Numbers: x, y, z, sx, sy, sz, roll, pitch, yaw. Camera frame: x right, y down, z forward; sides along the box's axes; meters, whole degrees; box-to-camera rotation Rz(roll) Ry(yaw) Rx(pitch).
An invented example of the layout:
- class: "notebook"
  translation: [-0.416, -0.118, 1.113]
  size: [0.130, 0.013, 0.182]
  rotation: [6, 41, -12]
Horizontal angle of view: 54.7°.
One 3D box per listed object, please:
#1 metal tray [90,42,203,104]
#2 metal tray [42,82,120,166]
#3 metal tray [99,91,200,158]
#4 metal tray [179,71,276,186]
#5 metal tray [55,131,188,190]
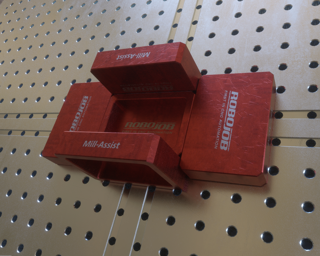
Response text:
- class: "metal tray"
  translation: [-0.014, -0.067, 0.414]
  size: [0.130, 0.090, 0.030]
  rotation: [1, 63, 28]
- class: "metal tray"
  translation: [-0.113, -0.008, 0.467]
  size: [0.090, 0.030, 0.130]
  rotation: [1, 62, 28]
- class: "metal tray"
  translation: [-0.017, -0.001, 0.410]
  size: [0.130, 0.030, 0.090]
  rotation: [1, 62, 28]
- class: "metal tray"
  translation: [0.081, -0.003, 0.361]
  size: [0.090, 0.030, 0.130]
  rotation: [2, 62, 27]
- class: "metal tray"
  translation: [-0.044, 0.038, 0.363]
  size: [0.130, 0.090, 0.030]
  rotation: [1, 63, 28]
